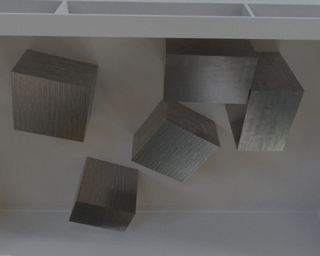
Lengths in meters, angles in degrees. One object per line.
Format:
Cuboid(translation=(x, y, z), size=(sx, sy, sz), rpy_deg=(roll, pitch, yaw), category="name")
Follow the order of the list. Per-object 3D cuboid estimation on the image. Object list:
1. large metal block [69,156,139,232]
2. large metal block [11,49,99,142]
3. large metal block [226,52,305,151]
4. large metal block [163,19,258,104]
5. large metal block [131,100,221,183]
Cuboid(translation=(-0.080, 0.097, 0.455), size=(0.081, 0.080, 0.050), rpy_deg=(17, 128, -14), category="large metal block")
Cuboid(translation=(-0.121, -0.036, 0.361), size=(0.081, 0.050, 0.079), rpy_deg=(11, 129, -10), category="large metal block")
Cuboid(translation=(0.111, -0.031, 0.348), size=(0.050, 0.080, 0.079), rpy_deg=(0, 130, 0), category="large metal block")
Cuboid(translation=(0.044, -0.069, 0.314), size=(0.081, 0.080, 0.050), rpy_deg=(2, 130, -2), category="large metal block")
Cuboid(translation=(0.019, 0.017, 0.407), size=(0.080, 0.050, 0.080), rpy_deg=(26, 125, -21), category="large metal block")
